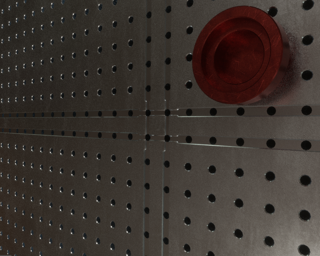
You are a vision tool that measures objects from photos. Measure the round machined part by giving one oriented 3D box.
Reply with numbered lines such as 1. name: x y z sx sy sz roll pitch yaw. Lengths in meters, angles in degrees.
1. round machined part: 0.086 -0.073 0.326 0.098 0.042 0.097 0 90 39
